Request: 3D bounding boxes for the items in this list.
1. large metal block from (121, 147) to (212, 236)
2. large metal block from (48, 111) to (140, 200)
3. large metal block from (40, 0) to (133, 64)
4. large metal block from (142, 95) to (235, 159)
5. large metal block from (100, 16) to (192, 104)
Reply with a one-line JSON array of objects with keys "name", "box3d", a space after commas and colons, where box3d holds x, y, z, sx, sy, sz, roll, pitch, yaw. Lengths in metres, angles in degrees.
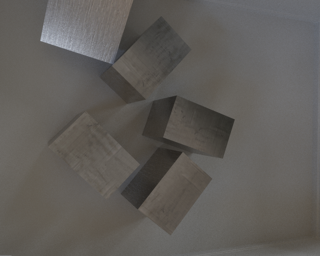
[{"name": "large metal block", "box3d": [0.005, 0.073, 0.384, 0.050, 0.080, 0.080, 43, 76, -15]}, {"name": "large metal block", "box3d": [-0.079, 0.028, 0.353, 0.080, 0.080, 0.050, 47, 76, -15]}, {"name": "large metal block", "box3d": [-0.079, -0.128, 0.346, 0.081, 0.050, 0.079, 16, 116, -14]}, {"name": "large metal block", "box3d": [0.033, 0.000, 0.395, 0.080, 0.080, 0.050, 20, 83, -19]}, {"name": "large metal block", "box3d": [-0.021, -0.077, 0.374, 0.050, 0.080, 0.080, 45, 76, -15]}]
